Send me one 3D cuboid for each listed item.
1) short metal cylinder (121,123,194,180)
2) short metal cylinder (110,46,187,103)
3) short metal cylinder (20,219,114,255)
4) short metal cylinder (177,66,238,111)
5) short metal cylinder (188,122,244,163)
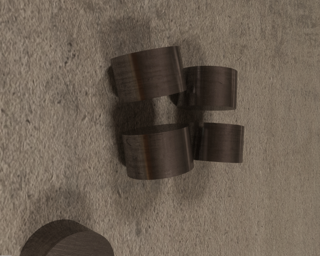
[{"bbox_3d":[-0.002,0.026,0.369,0.081,0.080,0.050,-13,99,-40],"label":"short metal cylinder"},{"bbox_3d":[-0.013,-0.062,0.360,0.081,0.080,0.050,-19,102,-39],"label":"short metal cylinder"},{"bbox_3d":[-0.093,0.138,0.312,0.081,0.050,0.079,0,90,-40],"label":"short metal cylinder"},{"bbox_3d":[0.065,-0.052,0.425,0.081,0.080,0.050,3,88,-40],"label":"short metal cylinder"},{"bbox_3d":[0.076,0.021,0.435,0.081,0.080,0.050,7,86,-40],"label":"short metal cylinder"}]
